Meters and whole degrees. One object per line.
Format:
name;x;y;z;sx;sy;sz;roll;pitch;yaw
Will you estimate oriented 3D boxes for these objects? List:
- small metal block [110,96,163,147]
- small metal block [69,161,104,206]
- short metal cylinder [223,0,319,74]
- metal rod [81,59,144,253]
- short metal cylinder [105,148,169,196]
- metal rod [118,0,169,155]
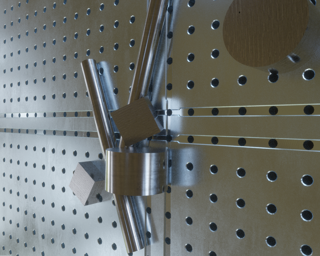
small metal block;-0.030;-0.009;0.413;0.050;0.025;0.050;-25;94;13
small metal block;-0.119;0.090;0.508;0.050;0.025;0.050;40;114;32
short metal cylinder;0.110;-0.096;0.303;0.080;0.050;0.079;0;90;40
metal rod;-0.075;0.033;0.471;0.025;0.025;0.299;-27;74;37
short metal cylinder;-0.030;0.053;0.398;0.080;0.081;0.050;2;92;40
metal rod;-0.016;-0.107;0.422;0.025;0.025;0.298;22;104;38
